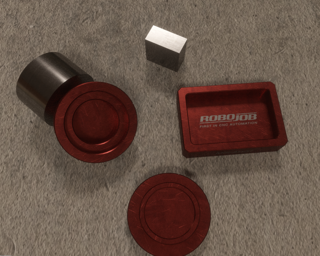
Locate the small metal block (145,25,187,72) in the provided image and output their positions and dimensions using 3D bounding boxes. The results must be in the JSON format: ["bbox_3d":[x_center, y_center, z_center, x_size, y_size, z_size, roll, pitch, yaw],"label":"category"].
[{"bbox_3d":[0.008,-0.110,0.435,0.050,0.050,0.025,24,72,8],"label":"small metal block"}]

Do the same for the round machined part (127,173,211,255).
[{"bbox_3d":[0.011,0.100,0.363,0.099,0.042,0.098,0,70,-1],"label":"round machined part"}]

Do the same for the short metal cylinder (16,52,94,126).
[{"bbox_3d":[-0.131,-0.049,0.394,0.050,0.080,0.080,38,74,15],"label":"short metal cylinder"}]

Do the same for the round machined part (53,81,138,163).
[{"bbox_3d":[-0.081,-0.008,0.386,0.099,0.042,0.097,-3,98,-21],"label":"round machined part"}]

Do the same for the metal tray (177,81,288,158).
[{"bbox_3d":[0.091,-0.011,0.410,0.131,0.030,0.090,-4,70,-2],"label":"metal tray"}]
